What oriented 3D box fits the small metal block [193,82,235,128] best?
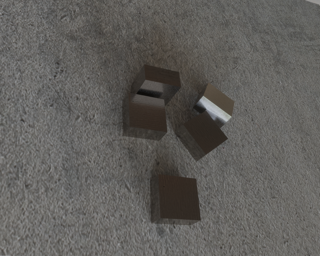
[{"bbox_3d":[0.081,-0.035,0.460,0.050,0.025,0.050,36,34,-5],"label":"small metal block"}]

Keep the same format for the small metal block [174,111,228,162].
[{"bbox_3d":[0.057,0.011,0.428,0.050,0.025,0.050,-29,78,-37],"label":"small metal block"}]

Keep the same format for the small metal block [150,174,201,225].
[{"bbox_3d":[0.017,0.084,0.361,0.050,0.025,0.050,10,57,-23],"label":"small metal block"}]

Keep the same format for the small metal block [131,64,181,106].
[{"bbox_3d":[-0.007,-0.056,0.418,0.050,0.050,0.025,8,58,-24],"label":"small metal block"}]

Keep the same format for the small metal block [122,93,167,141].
[{"bbox_3d":[-0.021,-0.014,0.401,0.050,0.025,0.050,9,58,-24],"label":"small metal block"}]
